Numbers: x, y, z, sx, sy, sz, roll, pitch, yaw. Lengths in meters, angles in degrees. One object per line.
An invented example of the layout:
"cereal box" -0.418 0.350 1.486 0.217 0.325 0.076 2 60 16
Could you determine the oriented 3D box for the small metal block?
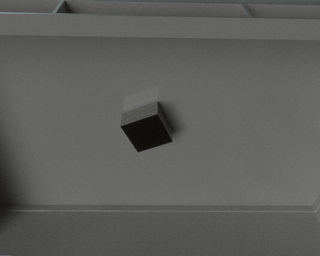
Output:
"small metal block" -0.016 0.000 0.404 0.050 0.025 0.050 -18 128 14
